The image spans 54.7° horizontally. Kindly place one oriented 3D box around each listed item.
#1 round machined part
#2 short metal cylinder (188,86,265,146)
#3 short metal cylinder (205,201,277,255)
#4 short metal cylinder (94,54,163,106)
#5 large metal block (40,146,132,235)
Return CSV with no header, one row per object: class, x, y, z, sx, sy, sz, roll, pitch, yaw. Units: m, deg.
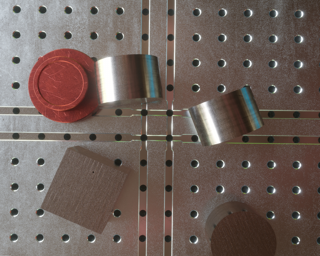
round machined part,-0.123,-0.056,0.404,0.099,0.042,0.097,0,90,0
short metal cylinder,0.082,-0.015,0.386,0.080,0.080,0.050,-21,90,0
short metal cylinder,0.102,0.141,0.402,0.081,0.050,0.079,0,90,0
short metal cylinder,-0.039,-0.057,0.385,0.080,0.080,0.050,-6,90,0
large metal block,-0.092,0.077,0.400,0.080,0.050,0.080,24,90,0
